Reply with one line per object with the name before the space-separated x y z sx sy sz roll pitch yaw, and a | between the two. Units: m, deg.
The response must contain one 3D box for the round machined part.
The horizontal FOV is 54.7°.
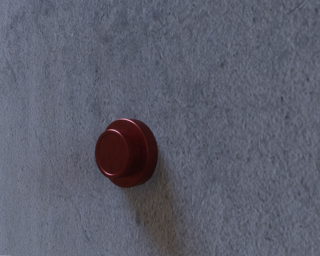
round machined part | -0.054 0.036 0.436 0.098 0.042 0.097 0 90 39
